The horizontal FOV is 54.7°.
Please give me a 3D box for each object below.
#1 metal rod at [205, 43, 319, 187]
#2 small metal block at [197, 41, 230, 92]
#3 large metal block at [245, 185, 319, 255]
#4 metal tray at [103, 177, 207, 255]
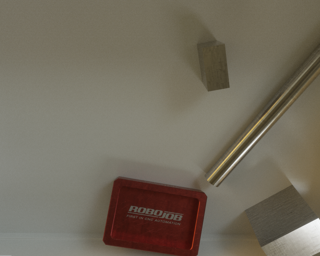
[{"bbox_3d":[0.161,-0.039,0.399,0.025,0.025,0.299,34,106,-12],"label":"metal rod"},{"bbox_3d":[0.063,-0.076,0.371,0.025,0.050,0.050,-10,110,3],"label":"small metal block"},{"bbox_3d":[0.177,0.138,0.435,0.080,0.080,0.050,-32,107,11],"label":"large metal block"},{"bbox_3d":[-0.007,0.124,0.435,0.131,0.030,0.090,10,85,-4],"label":"metal tray"}]
